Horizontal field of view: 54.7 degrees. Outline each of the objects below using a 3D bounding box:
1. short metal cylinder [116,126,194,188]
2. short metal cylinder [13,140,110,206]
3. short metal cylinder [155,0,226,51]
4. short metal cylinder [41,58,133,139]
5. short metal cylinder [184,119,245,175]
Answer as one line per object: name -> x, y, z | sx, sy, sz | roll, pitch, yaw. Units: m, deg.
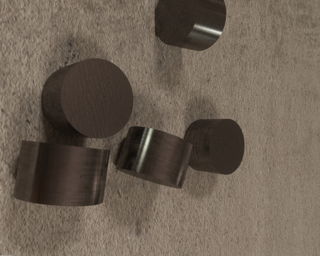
short metal cylinder -> -0.006, 0.036, 0.366 | 0.080, 0.080, 0.050 | 28, 73, -37
short metal cylinder -> -0.091, 0.041, 0.294 | 0.081, 0.080, 0.050 | 11, 83, -40
short metal cylinder -> 0.038, -0.144, 0.403 | 0.050, 0.080, 0.079 | -1, 91, -40
short metal cylinder -> -0.076, -0.029, 0.326 | 0.081, 0.050, 0.079 | 0, 90, -40
short metal cylinder -> 0.080, 0.026, 0.459 | 0.081, 0.050, 0.079 | 0, 90, -40
